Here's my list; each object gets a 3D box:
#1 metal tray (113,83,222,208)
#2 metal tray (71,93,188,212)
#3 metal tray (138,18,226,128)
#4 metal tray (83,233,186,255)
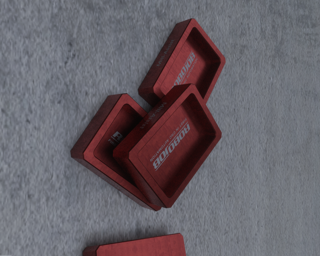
[{"bbox_3d":[0.016,0.019,0.376,0.130,0.030,0.090,-49,119,-29],"label":"metal tray"},{"bbox_3d":[-0.030,0.031,0.377,0.130,0.030,0.090,44,64,-32],"label":"metal tray"},{"bbox_3d":[0.036,-0.074,0.433,0.090,0.030,0.130,42,65,-32],"label":"metal tray"},{"bbox_3d":[-0.022,0.179,0.366,0.131,0.030,0.090,8,65,-40],"label":"metal tray"}]
